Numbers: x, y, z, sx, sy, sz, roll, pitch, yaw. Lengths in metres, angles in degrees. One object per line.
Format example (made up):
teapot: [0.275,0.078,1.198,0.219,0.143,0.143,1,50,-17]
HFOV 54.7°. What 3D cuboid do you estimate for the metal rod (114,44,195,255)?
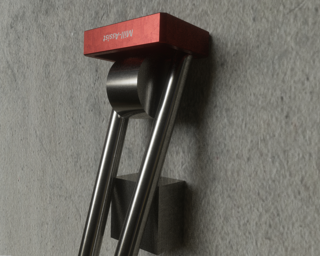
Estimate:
metal rod: [-0.010,0.045,0.352,0.025,0.025,0.299,11,82,39]

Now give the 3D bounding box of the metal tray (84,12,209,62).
metal tray: [-0.018,-0.102,0.377,0.130,0.091,0.030,3,92,39]

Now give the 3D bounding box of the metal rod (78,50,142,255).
metal rod: [-0.064,0.042,0.397,0.025,0.025,0.299,3,76,39]

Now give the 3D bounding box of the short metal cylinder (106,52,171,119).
short metal cylinder: [-0.019,-0.051,0.385,0.050,0.081,0.079,3,92,39]

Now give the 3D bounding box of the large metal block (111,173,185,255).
large metal block: [-0.017,0.105,0.399,0.080,0.050,0.079,2,92,39]
